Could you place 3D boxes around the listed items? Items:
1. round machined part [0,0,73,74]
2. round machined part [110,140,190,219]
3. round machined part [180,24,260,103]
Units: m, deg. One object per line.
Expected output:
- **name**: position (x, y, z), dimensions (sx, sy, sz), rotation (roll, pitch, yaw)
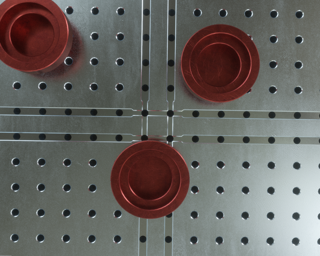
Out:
- **round machined part**: position (-0.162, -0.119, 0.404), dimensions (0.099, 0.042, 0.097), rotation (0, 90, 0)
- **round machined part**: position (-0.012, 0.064, 0.405), dimensions (0.099, 0.042, 0.097), rotation (0, 90, 0)
- **round machined part**: position (0.075, -0.081, 0.405), dimensions (0.099, 0.042, 0.097), rotation (0, 90, 0)
